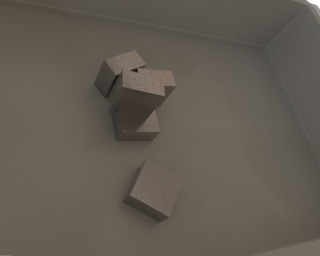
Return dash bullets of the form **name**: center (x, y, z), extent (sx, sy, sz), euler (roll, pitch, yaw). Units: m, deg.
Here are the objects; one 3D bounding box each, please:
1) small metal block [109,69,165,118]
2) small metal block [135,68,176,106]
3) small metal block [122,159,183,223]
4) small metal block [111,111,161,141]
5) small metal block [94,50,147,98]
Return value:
- **small metal block**: center (-0.028, -0.039, 0.366), extent (0.050, 0.050, 0.025), euler (10, 58, -23)
- **small metal block**: center (-0.014, -0.053, 0.414), extent (0.050, 0.050, 0.025), euler (-1, 63, -29)
- **small metal block**: center (-0.007, 0.072, 0.357), extent (0.050, 0.025, 0.050), euler (31, 52, -8)
- **small metal block**: center (-0.032, -0.011, 0.395), extent (0.050, 0.025, 0.050), euler (0, 62, -28)
- **small metal block**: center (-0.052, -0.070, 0.404), extent (0.050, 0.050, 0.025), euler (-29, 78, -37)
